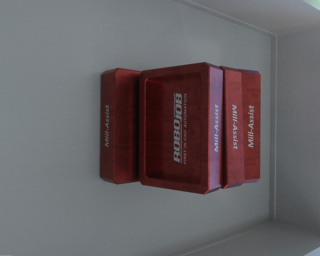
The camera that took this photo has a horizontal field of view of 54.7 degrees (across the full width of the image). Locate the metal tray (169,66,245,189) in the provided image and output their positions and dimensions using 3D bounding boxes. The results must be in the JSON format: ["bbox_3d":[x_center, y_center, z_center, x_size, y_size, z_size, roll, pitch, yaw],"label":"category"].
[{"bbox_3d":[0.051,0.000,0.364,0.030,0.090,0.129,0,88,-40],"label":"metal tray"}]

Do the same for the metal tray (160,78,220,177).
[{"bbox_3d":[0.044,0.000,0.438,0.091,0.030,0.129,1,90,-40],"label":"metal tray"}]

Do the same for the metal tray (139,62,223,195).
[{"bbox_3d":[0.021,0.000,0.336,0.030,0.090,0.129,0,90,-53],"label":"metal tray"}]

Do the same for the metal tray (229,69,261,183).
[{"bbox_3d":[0.083,-0.002,0.389,0.030,0.090,0.129,0,90,-26],"label":"metal tray"}]

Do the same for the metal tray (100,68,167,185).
[{"bbox_3d":[-0.025,-0.002,0.379,0.091,0.030,0.129,1,90,-40],"label":"metal tray"}]
